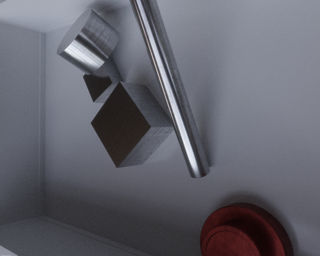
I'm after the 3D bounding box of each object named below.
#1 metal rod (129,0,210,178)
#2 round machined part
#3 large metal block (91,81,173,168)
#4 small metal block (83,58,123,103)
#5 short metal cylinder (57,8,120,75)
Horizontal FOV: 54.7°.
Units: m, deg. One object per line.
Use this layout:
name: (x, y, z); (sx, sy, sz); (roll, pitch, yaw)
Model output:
metal rod: (0.000, -0.079, 0.318); (0.025, 0.025, 0.298); (-3, 116, 40)
round machined part: (0.083, 0.132, 0.326); (0.098, 0.042, 0.097); (0, 90, 39)
large metal block: (-0.038, -0.004, 0.420); (0.080, 0.050, 0.080); (-49, 61, 28)
small metal block: (-0.087, -0.073, 0.476); (0.050, 0.025, 0.050); (-38, 67, 33)
short metal cylinder: (-0.105, -0.125, 0.452); (0.080, 0.050, 0.080); (-33, 38, 31)
